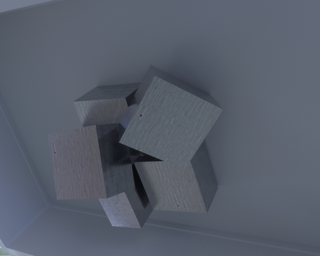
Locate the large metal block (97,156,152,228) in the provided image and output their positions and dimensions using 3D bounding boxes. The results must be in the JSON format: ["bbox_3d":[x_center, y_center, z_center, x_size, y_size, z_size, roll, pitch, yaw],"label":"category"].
[{"bbox_3d":[-0.043,0.083,0.443,0.050,0.080,0.080,-7,115,31],"label":"large metal block"}]

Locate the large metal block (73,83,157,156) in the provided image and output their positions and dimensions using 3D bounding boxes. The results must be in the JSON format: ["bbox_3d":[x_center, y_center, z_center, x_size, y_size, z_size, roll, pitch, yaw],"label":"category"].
[{"bbox_3d":[-0.055,-0.011,0.412,0.080,0.050,0.080,-1,118,28],"label":"large metal block"}]

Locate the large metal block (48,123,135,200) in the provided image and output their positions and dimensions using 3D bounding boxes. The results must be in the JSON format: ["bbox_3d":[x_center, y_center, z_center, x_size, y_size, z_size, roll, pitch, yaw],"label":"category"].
[{"bbox_3d":[-0.083,0.040,0.373,0.080,0.050,0.080,-10,88,32],"label":"large metal block"}]

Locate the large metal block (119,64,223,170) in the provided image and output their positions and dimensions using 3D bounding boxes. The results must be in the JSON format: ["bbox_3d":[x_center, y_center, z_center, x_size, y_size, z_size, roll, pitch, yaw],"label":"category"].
[{"bbox_3d":[0.009,-0.012,0.344,0.080,0.050,0.080,24,109,-17],"label":"large metal block"}]

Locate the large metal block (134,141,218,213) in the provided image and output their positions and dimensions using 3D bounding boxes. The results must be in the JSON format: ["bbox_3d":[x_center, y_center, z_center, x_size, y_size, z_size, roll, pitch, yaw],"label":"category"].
[{"bbox_3d":[0.023,0.064,0.414,0.080,0.050,0.080,-5,116,30],"label":"large metal block"}]
